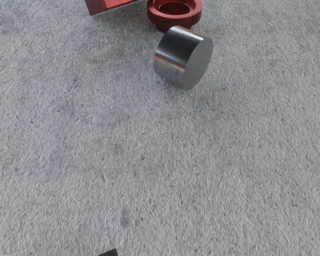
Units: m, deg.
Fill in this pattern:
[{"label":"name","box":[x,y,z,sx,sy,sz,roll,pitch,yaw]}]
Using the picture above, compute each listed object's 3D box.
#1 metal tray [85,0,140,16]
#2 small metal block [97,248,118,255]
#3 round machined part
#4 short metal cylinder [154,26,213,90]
[{"label":"metal tray","box":[-0.065,-0.248,0.578,0.131,0.030,0.090,-27,22,-21]},{"label":"small metal block","box":[-0.055,0.146,0.280,0.050,0.025,0.050,-18,53,-15]},{"label":"round machined part","box":[0.026,-0.208,0.567,0.099,0.042,0.098,0,50,0]},{"label":"short metal cylinder","box":[0.035,-0.103,0.454,0.050,0.080,0.080,30,56,22]}]
